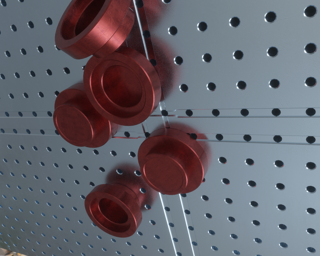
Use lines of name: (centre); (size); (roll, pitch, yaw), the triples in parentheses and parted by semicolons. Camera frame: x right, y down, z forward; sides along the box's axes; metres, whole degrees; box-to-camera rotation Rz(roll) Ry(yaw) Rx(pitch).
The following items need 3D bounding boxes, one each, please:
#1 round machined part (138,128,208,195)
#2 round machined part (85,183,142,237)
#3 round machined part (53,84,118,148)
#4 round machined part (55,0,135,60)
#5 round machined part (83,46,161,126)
round machined part: (0.012, 0.053, 0.425); (0.098, 0.042, 0.097); (13, 124, 20)
round machined part: (-0.073, 0.132, 0.518); (0.098, 0.042, 0.097); (13, 124, 20)
round machined part: (-0.115, -0.011, 0.452); (0.098, 0.042, 0.097); (13, 124, 20)
round machined part: (-0.067, -0.116, 0.338); (0.098, 0.098, 0.042); (-18, 144, 35)
round machined part: (-0.043, -0.055, 0.387); (0.098, 0.042, 0.097); (13, 124, 20)
